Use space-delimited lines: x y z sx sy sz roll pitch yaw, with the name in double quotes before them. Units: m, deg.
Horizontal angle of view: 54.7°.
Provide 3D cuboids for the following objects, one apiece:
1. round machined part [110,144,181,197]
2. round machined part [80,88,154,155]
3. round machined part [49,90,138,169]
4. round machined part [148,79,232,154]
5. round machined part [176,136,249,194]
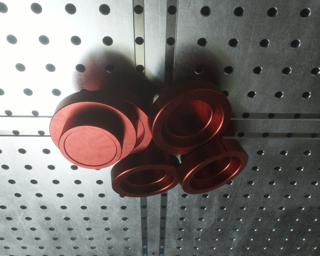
"round machined part" -0.020 0.058 0.438 0.099 0.042 0.098 -8 145 -6
"round machined part" -0.057 -0.010 0.391 0.099 0.042 0.097 -1 130 0
"round machined part" -0.075 0.009 0.351 0.099 0.042 0.097 -1 130 0
"round machined part" 0.032 -0.017 0.375 0.099 0.042 0.097 -11 133 -12
"round machined part" 0.067 0.046 0.425 0.099 0.042 0.097 -17 143 -13
